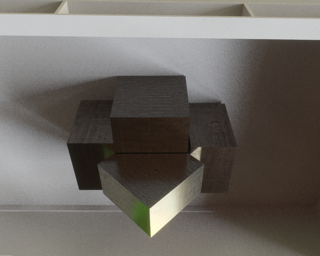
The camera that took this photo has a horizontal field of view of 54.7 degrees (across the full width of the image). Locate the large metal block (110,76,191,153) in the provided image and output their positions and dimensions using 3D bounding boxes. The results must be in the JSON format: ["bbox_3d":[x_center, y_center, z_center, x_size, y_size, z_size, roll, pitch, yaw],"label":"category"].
[{"bbox_3d":[-0.010,-0.018,0.356,0.081,0.080,0.050,0,130,0],"label":"large metal block"}]

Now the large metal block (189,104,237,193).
[{"bbox_3d":[0.058,0.025,0.390,0.050,0.080,0.079,0,130,-1],"label":"large metal block"}]

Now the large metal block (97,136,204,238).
[{"bbox_3d":[-0.009,0.057,0.346,0.081,0.080,0.050,-33,140,-33],"label":"large metal block"}]

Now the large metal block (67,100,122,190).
[{"bbox_3d":[-0.075,0.021,0.389,0.050,0.080,0.079,0,130,0],"label":"large metal block"}]

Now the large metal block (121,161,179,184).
[{"bbox_3d":[-0.009,0.059,0.421,0.081,0.080,0.050,0,130,0],"label":"large metal block"}]
